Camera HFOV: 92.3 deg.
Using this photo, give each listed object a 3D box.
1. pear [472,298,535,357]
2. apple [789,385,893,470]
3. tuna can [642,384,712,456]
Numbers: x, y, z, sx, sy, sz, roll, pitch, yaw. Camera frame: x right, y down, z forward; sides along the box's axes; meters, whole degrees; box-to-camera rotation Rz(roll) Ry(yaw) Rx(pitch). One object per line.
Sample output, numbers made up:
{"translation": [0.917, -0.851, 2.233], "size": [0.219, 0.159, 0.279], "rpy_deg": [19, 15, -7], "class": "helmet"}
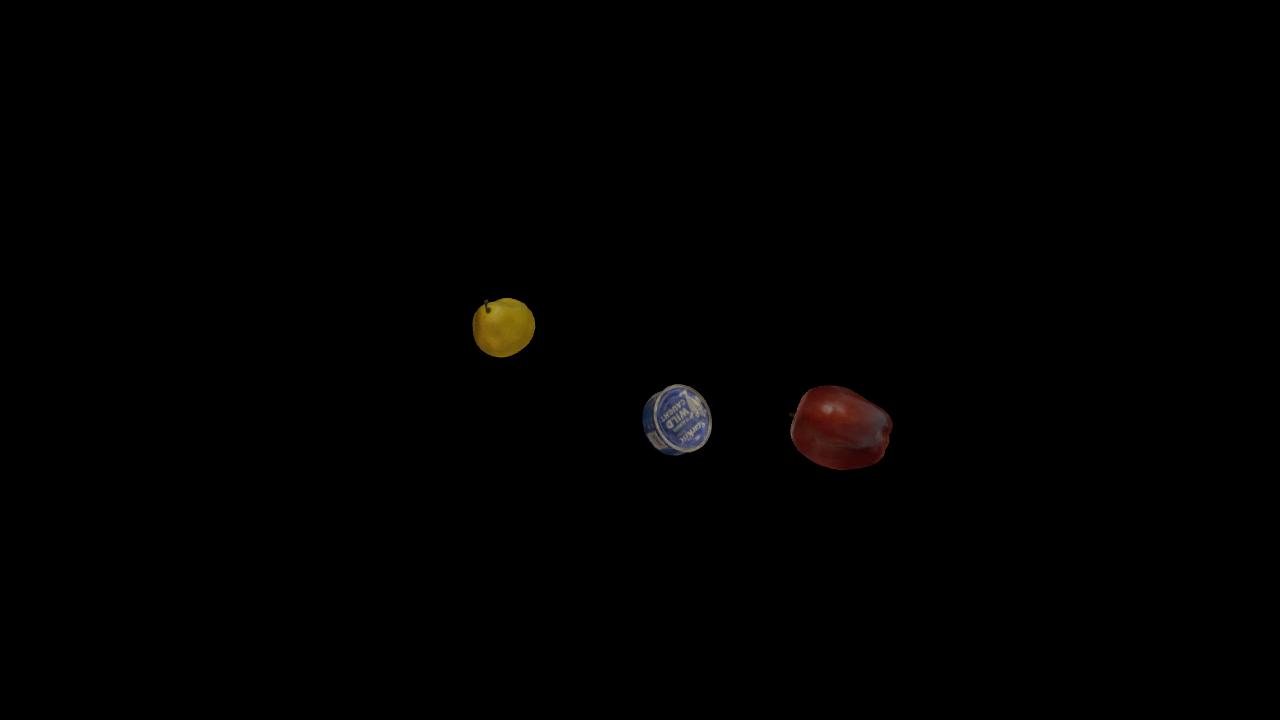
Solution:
{"translation": [-0.179, -0.045, 0.765], "size": [0.080, 0.080, 0.111], "rpy_deg": [0, -8, 13], "class": "pear"}
{"translation": [0.188, 0.064, 0.585], "size": [0.093, 0.079, 0.079], "rpy_deg": [18, 8, 26], "class": "apple"}
{"translation": [0.045, 0.075, 0.756], "size": [0.084, 0.084, 0.034], "rpy_deg": [0, -18, -31], "class": "tuna can"}
